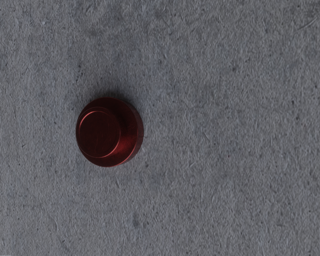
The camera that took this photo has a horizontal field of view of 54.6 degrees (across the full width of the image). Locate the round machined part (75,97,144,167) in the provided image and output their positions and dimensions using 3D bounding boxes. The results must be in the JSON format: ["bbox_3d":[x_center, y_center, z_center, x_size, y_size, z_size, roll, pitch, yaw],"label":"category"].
[{"bbox_3d":[-0.076,0.006,0.427,0.098,0.042,0.097,0,90,20],"label":"round machined part"}]
